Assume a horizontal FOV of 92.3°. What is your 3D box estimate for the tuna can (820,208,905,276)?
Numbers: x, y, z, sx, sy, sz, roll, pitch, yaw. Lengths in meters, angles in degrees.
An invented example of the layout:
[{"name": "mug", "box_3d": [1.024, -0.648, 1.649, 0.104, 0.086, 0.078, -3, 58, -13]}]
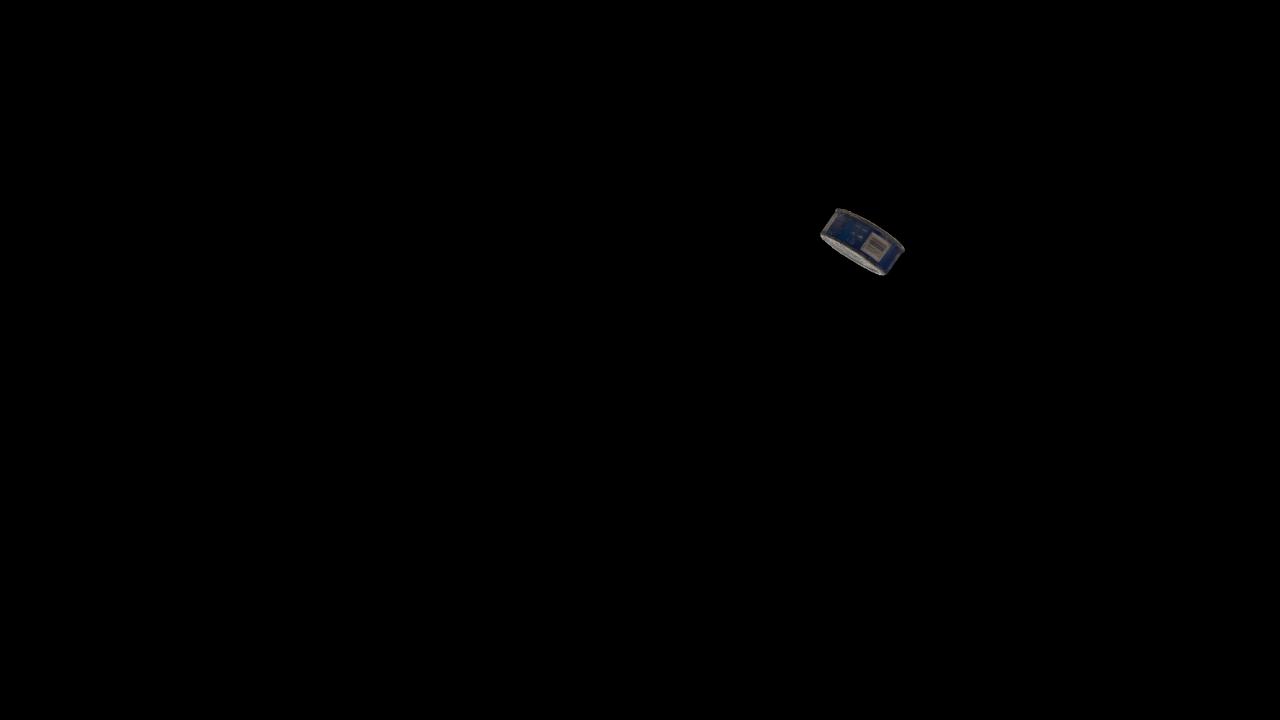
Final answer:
[{"name": "tuna can", "box_3d": [0.236, -0.125, 0.655, 0.084, 0.034, 0.084, 31, 12, -7]}]
